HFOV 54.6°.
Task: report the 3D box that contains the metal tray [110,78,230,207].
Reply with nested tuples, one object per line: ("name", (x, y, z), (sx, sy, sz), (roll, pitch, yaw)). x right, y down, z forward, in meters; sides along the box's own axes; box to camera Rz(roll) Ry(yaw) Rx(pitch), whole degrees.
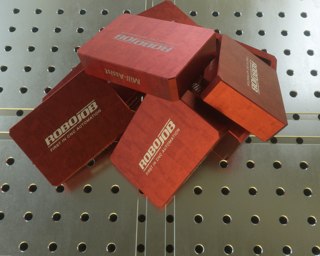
("metal tray", (0.005, 0.019, 0.356), (0.090, 0.129, 0.030), (42, 33, 13))

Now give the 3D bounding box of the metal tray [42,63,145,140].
("metal tray", (-0.082, -0.051, 0.427), (0.090, 0.030, 0.130), (37, 74, 12))

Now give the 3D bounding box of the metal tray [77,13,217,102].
("metal tray", (-0.015, -0.084, 0.346), (0.130, 0.030, 0.090), (21, 56, 28))

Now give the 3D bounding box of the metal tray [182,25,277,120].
("metal tray", (0.091, -0.072, 0.412), (0.131, 0.030, 0.090), (17, 69, -15))

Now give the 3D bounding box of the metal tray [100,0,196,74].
("metal tray", (-0.006, -0.119, 0.432), (0.131, 0.030, 0.090), (-37, 76, -27))

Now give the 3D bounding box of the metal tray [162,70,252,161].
("metal tray", (0.051, -0.023, 0.387), (0.130, 0.090, 0.030), (42, 76, 14))

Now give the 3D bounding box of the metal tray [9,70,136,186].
("metal tray", (-0.105, -0.003, 0.385), (0.130, 0.030, 0.090), (-40, 90, -2))

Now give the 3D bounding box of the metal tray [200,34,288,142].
("metal tray", (0.097, -0.053, 0.362), (0.090, 0.030, 0.130), (33, 36, -10))
